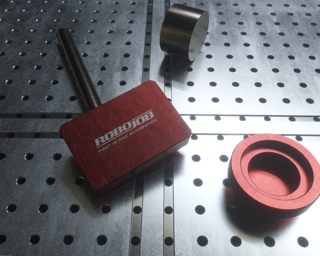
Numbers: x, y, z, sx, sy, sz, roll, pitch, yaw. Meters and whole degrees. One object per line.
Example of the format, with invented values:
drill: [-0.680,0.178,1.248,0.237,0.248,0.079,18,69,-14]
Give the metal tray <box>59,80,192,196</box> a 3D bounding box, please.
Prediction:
metal tray: [-0.040,0.009,0.372,0.131,0.030,0.090,-30,71,-15]

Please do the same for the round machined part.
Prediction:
round machined part: [0.126,0.056,0.351,0.099,0.042,0.098,0,50,0]

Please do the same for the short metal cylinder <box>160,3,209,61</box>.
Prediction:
short metal cylinder: [0.041,-0.155,0.503,0.050,0.080,0.080,22,53,17]

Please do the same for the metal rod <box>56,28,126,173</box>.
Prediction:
metal rod: [-0.109,-0.059,0.455,0.025,0.025,0.300,-18,53,-15]

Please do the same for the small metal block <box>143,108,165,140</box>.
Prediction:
small metal block: [-0.017,-0.013,0.418,0.050,0.025,0.050,5,50,4]
